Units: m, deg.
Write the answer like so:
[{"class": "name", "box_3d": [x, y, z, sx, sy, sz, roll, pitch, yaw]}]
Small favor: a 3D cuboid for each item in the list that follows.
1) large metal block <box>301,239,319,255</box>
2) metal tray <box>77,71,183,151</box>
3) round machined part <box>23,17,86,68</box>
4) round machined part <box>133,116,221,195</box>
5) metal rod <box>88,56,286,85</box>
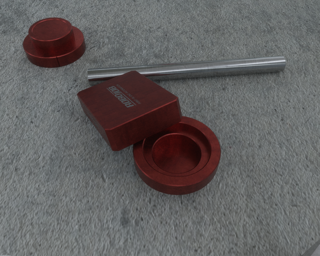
[{"class": "large metal block", "box_3d": [0.126, 0.140, 0.251, 0.080, 0.080, 0.050, -35, 59, -26]}, {"class": "metal tray", "box_3d": [-0.043, -0.029, 0.392, 0.091, 0.030, 0.130, -25, 34, -17]}, {"class": "round machined part", "box_3d": [-0.177, -0.147, 0.513, 0.099, 0.042, 0.098, 0, 50, 0]}, {"class": "round machined part", "box_3d": [0.019, 0.035, 0.363, 0.099, 0.042, 0.098, 0, 50, 0]}, {"class": "metal rod", "box_3d": [0.043, -0.089, 0.478, 0.302, 0.025, 0.025, -5, 50, -5]}]
